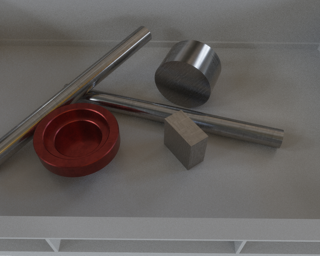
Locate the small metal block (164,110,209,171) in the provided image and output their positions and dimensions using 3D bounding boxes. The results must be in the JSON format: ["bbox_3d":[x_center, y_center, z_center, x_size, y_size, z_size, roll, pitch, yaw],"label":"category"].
[{"bbox_3d":[0.030,0.015,0.377,0.025,0.050,0.050,-29,56,-22],"label":"small metal block"}]

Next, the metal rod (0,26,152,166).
[{"bbox_3d":[-0.120,-0.043,0.410,0.025,0.025,0.301,34,66,25],"label":"metal rod"}]

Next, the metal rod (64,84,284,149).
[{"bbox_3d":[0.009,-0.019,0.420,0.301,0.025,0.025,13,51,10],"label":"metal rod"}]

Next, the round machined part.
[{"bbox_3d":[-0.097,0.018,0.377,0.099,0.042,0.098,0,50,0],"label":"round machined part"}]

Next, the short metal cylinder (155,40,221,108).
[{"bbox_3d":[0.040,-0.075,0.433,0.080,0.080,0.050,18,53,14],"label":"short metal cylinder"}]
